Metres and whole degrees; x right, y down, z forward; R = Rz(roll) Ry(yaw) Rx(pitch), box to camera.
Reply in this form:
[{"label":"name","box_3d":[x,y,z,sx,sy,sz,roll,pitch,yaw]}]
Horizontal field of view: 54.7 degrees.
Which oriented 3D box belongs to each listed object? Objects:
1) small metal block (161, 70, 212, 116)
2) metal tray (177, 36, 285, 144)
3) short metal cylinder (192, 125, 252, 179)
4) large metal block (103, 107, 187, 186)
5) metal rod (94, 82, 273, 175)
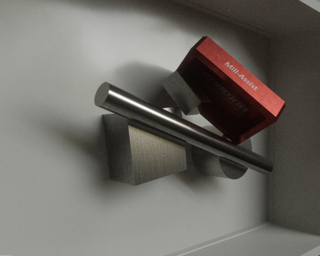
[{"label":"small metal block","box_3d":[0.035,-0.044,0.392,0.050,0.025,0.050,54,21,12]},{"label":"metal tray","box_3d":[0.080,-0.044,0.400,0.130,0.090,0.030,41,60,0]},{"label":"short metal cylinder","box_3d":[0.095,0.035,0.471,0.081,0.050,0.079,0,90,-40]},{"label":"large metal block","box_3d":[-0.017,0.018,0.377,0.081,0.050,0.079,-10,97,-40]},{"label":"metal rod","box_3d":[0.054,0.014,0.386,0.302,0.025,0.025,23,76,-38]}]
